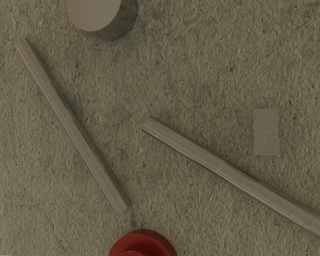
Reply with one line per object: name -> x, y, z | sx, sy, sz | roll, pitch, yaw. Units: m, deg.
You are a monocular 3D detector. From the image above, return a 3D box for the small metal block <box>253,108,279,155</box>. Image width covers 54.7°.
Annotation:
small metal block -> 0.121, 0.004, 0.353 | 0.025, 0.050, 0.050 | -2, 90, 20

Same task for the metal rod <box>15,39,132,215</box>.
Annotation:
metal rod -> -0.131, -0.008, 0.453 | 0.025, 0.025, 0.299 | -37, 79, 16

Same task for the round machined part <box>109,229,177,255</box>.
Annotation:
round machined part -> -0.026, 0.189, 0.408 | 0.098, 0.042, 0.097 | 0, 90, 19

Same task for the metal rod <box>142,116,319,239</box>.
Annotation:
metal rod -> 0.107, 0.068, 0.370 | 0.301, 0.025, 0.025 | 31, 100, 17

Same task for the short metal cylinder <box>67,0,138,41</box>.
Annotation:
short metal cylinder -> -0.078, -0.165, 0.422 | 0.080, 0.050, 0.079 | 0, 90, 19
